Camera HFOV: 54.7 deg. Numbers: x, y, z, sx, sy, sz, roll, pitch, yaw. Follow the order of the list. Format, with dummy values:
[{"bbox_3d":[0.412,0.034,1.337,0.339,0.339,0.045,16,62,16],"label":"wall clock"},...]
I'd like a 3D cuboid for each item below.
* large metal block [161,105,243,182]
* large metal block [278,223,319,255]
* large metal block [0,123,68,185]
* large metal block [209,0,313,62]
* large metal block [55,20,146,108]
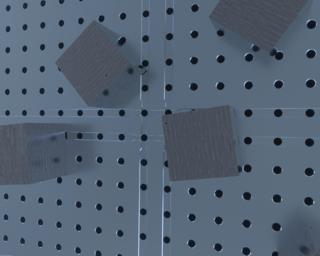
[{"bbox_3d":[0.053,0.019,0.380,0.080,0.050,0.080,-8,87,19],"label":"large metal block"},{"bbox_3d":[0.174,0.157,0.322,0.080,0.080,0.050,40,103,15],"label":"large metal block"},{"bbox_3d":[-0.181,0.035,0.445,0.050,0.080,0.080,-5,88,20],"label":"large metal block"},{"bbox_3d":[0.117,-0.136,0.358,0.080,0.050,0.080,37,102,15],"label":"large metal block"},{"bbox_3d":[-0.081,-0.085,0.427,0.080,0.050,0.080,-42,77,15],"label":"large metal block"}]
